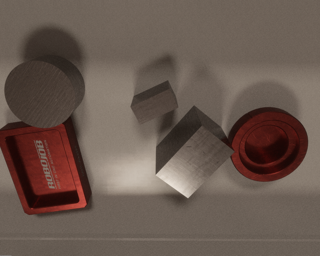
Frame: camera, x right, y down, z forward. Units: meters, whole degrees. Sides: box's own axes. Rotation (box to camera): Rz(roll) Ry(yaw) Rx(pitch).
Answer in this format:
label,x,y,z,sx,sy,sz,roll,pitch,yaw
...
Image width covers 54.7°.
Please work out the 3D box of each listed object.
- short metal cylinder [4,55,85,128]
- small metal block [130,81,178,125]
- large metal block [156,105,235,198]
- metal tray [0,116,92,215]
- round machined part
label,x,y,z,sx,sy,sz,roll,pitch,yaw
short metal cylinder,-0.138,-0.046,0.379,0.081,0.050,0.079,0,110,-1
small metal block,-0.007,-0.033,0.386,0.050,0.050,0.025,-24,109,8
large metal block,0.040,0.027,0.393,0.050,0.080,0.080,38,106,-13
metal tray,-0.155,0.052,0.425,0.091,0.030,0.129,-9,110,2
round machined part,0.138,0.018,0.411,0.099,0.042,0.097,0,110,-1
